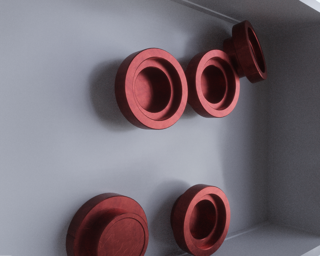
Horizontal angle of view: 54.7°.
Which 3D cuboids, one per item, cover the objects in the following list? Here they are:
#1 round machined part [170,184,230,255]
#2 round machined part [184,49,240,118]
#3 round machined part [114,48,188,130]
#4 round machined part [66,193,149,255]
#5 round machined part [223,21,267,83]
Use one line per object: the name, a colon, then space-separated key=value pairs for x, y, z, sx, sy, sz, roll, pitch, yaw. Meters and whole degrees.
round machined part: x=0.054 y=0.129 z=0.443 sx=0.099 sy=0.042 sz=0.097 roll=0 pitch=90 yaw=-40
round machined part: x=0.071 y=-0.063 z=0.457 sx=0.099 sy=0.042 sz=0.097 roll=0 pitch=91 yaw=-40
round machined part: x=-0.015 y=-0.047 z=0.385 sx=0.099 sy=0.042 sz=0.097 roll=0 pitch=90 yaw=-40
round machined part: x=-0.052 y=0.126 z=0.354 sx=0.099 sy=0.042 sz=0.097 roll=0 pitch=90 yaw=-40
round machined part: x=0.134 y=-0.117 z=0.496 sx=0.098 sy=0.042 sz=0.098 roll=33 pitch=48 yaw=-48
